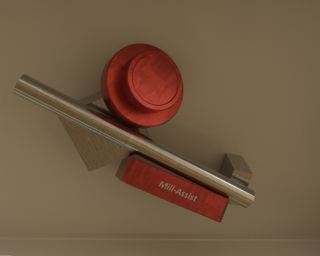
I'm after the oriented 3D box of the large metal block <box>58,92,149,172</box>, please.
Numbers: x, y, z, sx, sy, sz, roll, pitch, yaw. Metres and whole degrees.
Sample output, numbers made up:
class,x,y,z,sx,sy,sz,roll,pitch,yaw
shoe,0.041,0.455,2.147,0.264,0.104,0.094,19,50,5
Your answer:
class,x,y,z,sx,sy,sz,roll,pitch,yaw
large metal block,-0.067,-0.002,0.394,0.080,0.050,0.080,-21,109,7

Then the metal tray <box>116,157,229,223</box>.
class,x,y,z,sx,sy,sz,roll,pitch,yaw
metal tray,0.011,0.076,0.400,0.131,0.090,0.030,25,81,-10

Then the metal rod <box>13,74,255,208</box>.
class,x,y,z,sx,sy,sz,roll,pitch,yaw
metal rod,-0.020,0.021,0.362,0.301,0.025,0.025,27,108,-10

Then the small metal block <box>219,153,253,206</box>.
class,x,y,z,sx,sy,sz,roll,pitch,yaw
small metal block,0.099,0.069,0.423,0.025,0.050,0.050,14,110,-5

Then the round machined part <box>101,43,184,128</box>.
class,x,y,z,sx,sy,sz,roll,pitch,yaw
round machined part,-0.014,-0.050,0.354,0.099,0.042,0.097,4,82,-28
